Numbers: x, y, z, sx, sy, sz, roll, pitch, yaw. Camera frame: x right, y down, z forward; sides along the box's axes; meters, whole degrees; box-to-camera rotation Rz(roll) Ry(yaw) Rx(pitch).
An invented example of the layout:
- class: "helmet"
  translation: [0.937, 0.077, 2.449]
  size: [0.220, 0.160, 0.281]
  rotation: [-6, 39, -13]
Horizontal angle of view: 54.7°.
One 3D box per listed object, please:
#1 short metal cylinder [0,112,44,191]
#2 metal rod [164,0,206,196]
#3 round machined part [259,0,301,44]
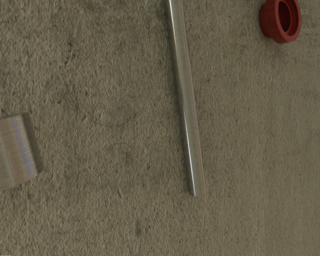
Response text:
- class: "short metal cylinder"
  translation: [-0.142, 0.020, 0.251]
  size: [0.081, 0.080, 0.050]
  rotation: [-19, 103, -39]
- class: "metal rod"
  translation: [0.035, -0.051, 0.436]
  size: [0.025, 0.025, 0.298]
  rotation: [-14, 99, -40]
- class: "round machined part"
  translation: [0.223, -0.207, 0.584]
  size: [0.099, 0.042, 0.097]
  rotation: [0, 90, -40]
